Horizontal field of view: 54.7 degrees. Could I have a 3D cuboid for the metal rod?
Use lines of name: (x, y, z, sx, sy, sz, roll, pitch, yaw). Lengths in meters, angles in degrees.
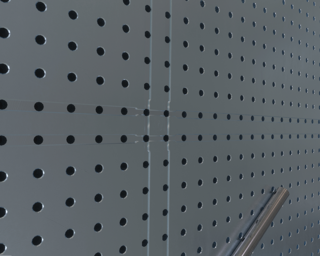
metal rod: (0.147, 0.208, 0.533, 0.302, 0.025, 0.025, -40, 115, -33)
